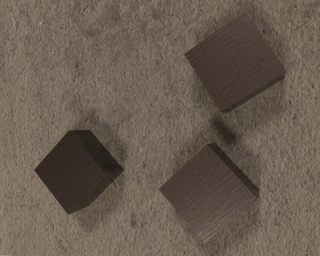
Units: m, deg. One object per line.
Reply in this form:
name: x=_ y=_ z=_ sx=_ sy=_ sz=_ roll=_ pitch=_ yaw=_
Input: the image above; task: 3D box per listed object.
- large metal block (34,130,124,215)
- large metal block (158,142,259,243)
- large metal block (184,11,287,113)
large metal block: x=-0.113 y=0.059 z=0.434 sx=0.080 sy=0.050 sz=0.080 roll=-46 pitch=76 yaw=14
large metal block: x=0.060 y=0.075 z=0.374 sx=0.080 sy=0.050 sz=0.080 roll=-45 pitch=77 yaw=14
large metal block: x=0.088 y=-0.073 z=0.364 sx=0.080 sy=0.050 sz=0.080 roll=-33 pitch=80 yaw=16
